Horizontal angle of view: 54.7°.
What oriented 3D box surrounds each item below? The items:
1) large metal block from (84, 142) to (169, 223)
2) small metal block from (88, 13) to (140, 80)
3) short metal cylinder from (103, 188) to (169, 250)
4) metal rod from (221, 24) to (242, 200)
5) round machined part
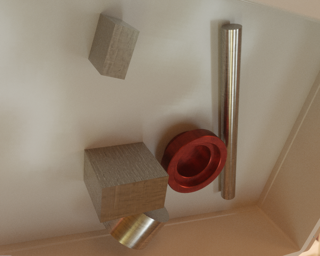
[{"bbox_3d":[-0.046,0.063,0.388,0.081,0.080,0.050,-7,121,-26],"label":"large metal block"},{"bbox_3d":[-0.049,-0.083,0.315,0.025,0.050,0.050,7,115,-32],"label":"small metal block"},{"bbox_3d":[-0.034,0.120,0.430,0.080,0.080,0.050,31,101,-38],"label":"short metal cylinder"},{"bbox_3d":[0.105,-0.003,0.466,0.025,0.025,0.298,-20,126,-17],"label":"metal rod"},{"bbox_3d":[0.045,0.043,0.451,0.099,0.042,0.097,-14,125,-21],"label":"round machined part"}]
